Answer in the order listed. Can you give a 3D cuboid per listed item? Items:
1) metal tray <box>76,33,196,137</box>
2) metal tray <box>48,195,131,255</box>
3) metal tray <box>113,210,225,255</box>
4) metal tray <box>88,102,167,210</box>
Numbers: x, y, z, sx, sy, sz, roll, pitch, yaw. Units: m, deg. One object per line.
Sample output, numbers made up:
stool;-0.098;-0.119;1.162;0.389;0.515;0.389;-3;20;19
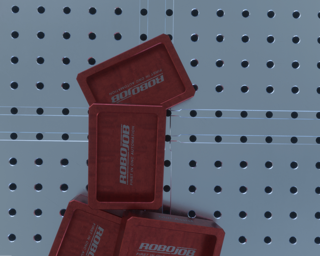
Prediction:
metal tray;-0.031;-0.055;0.410;0.131;0.030;0.090;-26;90;-1
metal tray;-0.095;0.166;0.409;0.090;0.030;0.129;21;90;-1
metal tray;0.010;0.159;0.393;0.131;0.030;0.089;13;90;-16
metal tray;-0.041;0.034;0.384;0.091;0.030;0.129;2;99;-5
